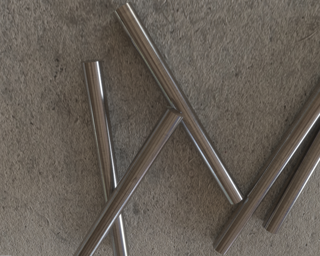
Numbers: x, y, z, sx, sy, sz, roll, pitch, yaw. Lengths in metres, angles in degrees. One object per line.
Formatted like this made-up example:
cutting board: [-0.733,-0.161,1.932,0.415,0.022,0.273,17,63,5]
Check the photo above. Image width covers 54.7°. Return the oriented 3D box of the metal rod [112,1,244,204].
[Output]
metal rod: [0.032,-0.019,0.402,0.025,0.025,0.299,-29,108,10]

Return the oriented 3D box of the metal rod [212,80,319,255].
metal rod: [0.156,0.059,0.432,0.025,0.025,0.298,24,108,-9]

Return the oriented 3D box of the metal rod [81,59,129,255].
metal rod: [-0.072,0.057,0.430,0.025,0.025,0.298,-4,110,1]

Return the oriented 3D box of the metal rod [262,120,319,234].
metal rod: [0.215,0.019,0.418,0.025,0.025,0.298,18,109,-7]

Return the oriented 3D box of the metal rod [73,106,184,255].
metal rod: [-0.058,0.101,0.418,0.025,0.025,0.298,29,106,-10]
